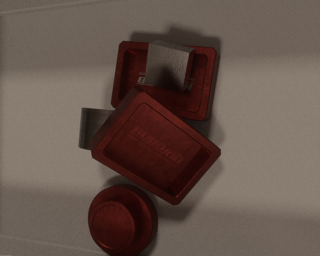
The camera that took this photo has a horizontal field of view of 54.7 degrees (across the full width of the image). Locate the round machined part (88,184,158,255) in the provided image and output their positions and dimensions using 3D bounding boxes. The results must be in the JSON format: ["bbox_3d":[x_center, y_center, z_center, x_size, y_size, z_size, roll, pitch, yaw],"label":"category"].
[{"bbox_3d":[-0.056,0.128,0.420,0.098,0.042,0.097,0,90,19],"label":"round machined part"}]

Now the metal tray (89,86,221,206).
[{"bbox_3d":[-0.003,0.024,0.361,0.130,0.030,0.090,36,96,-25],"label":"metal tray"}]

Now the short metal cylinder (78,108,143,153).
[{"bbox_3d":[-0.063,0.002,0.402,0.080,0.080,0.050,6,92,19],"label":"short metal cylinder"}]

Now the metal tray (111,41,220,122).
[{"bbox_3d":[0.005,-0.062,0.405,0.130,0.030,0.089,10,93,19],"label":"metal tray"}]

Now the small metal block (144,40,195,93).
[{"bbox_3d":[0.011,-0.076,0.381,0.050,0.025,0.050,17,121,15],"label":"small metal block"}]
